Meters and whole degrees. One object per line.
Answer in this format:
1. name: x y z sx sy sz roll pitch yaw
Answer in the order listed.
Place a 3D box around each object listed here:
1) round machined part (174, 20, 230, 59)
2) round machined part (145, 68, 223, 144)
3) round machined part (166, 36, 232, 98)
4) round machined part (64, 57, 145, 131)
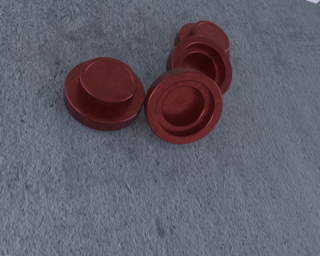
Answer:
1. round machined part: 0.077 -0.141 0.520 0.099 0.042 0.098 14 56 -21
2. round machined part: 0.028 -0.031 0.403 0.099 0.097 0.042 16 20 -20
3. round machined part: 0.054 -0.083 0.460 0.099 0.042 0.098 4 78 -22
4. round machined part: -0.066 -0.048 0.380 0.099 0.042 0.098 10 56 -15
